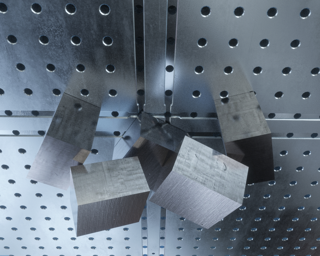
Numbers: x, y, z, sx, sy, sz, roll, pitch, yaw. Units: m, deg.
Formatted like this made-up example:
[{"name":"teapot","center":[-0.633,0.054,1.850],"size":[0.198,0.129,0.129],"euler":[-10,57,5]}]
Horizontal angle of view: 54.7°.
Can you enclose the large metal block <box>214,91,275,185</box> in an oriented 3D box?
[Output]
[{"name":"large metal block","center":[0.105,0.014,0.389],"size":[0.050,0.080,0.080],"euler":[-13,129,10]}]

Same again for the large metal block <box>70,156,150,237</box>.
[{"name":"large metal block","center":[-0.065,0.084,0.380],"size":[0.081,0.050,0.079],"euler":[-7,141,-22]}]

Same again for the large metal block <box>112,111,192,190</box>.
[{"name":"large metal block","center":[-0.011,0.035,0.424],"size":[0.080,0.050,0.080],"euler":[26,125,-21]}]

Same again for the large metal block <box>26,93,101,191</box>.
[{"name":"large metal block","center":[-0.119,0.017,0.388],"size":[0.050,0.080,0.080],"euler":[24,126,-19]}]

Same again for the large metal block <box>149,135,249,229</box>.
[{"name":"large metal block","center":[0.043,0.066,0.361],"size":[0.080,0.050,0.080],"euler":[27,140,-3]}]
